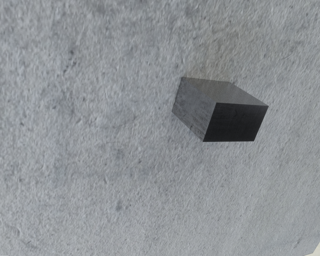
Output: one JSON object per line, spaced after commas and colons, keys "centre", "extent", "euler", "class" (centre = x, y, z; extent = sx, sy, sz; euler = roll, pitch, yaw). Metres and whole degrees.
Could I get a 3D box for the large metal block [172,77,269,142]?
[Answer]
{"centre": [0.074, -0.024, 0.396], "extent": [0.081, 0.080, 0.050], "euler": [1, 118, -29], "class": "large metal block"}
